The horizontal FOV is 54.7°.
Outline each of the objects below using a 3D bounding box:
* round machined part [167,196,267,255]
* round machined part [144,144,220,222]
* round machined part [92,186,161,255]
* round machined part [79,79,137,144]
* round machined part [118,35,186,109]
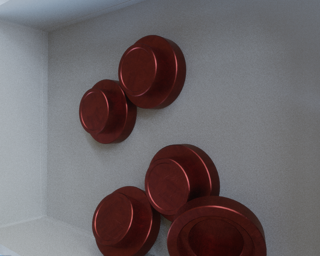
[{"bbox_3d":[0.060,0.115,0.328,0.098,0.042,0.097,4,108,12],"label":"round machined part"},{"bbox_3d":[0.020,0.069,0.380,0.098,0.042,0.097,0,90,40],"label":"round machined part"},{"bbox_3d":[-0.051,0.125,0.414,0.098,0.042,0.098,-18,55,28],"label":"round machined part"},{"bbox_3d":[-0.084,-0.025,0.466,0.098,0.042,0.097,0,90,40],"label":"round machined part"},{"bbox_3d":[-0.017,-0.074,0.410,0.098,0.042,0.097,0,90,40],"label":"round machined part"}]
